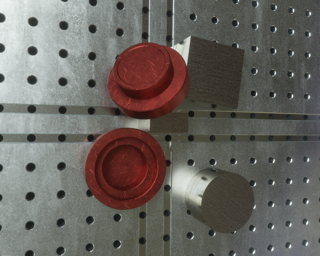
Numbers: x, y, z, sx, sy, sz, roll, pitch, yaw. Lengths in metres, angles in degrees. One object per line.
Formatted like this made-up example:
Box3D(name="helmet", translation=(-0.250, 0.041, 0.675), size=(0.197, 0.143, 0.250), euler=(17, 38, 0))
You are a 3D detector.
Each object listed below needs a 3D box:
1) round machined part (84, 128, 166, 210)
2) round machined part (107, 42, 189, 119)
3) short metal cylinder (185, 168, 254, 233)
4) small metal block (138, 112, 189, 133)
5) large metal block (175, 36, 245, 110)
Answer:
Box3D(name="round machined part", translation=(-0.045, 0.048, 0.387), size=(0.099, 0.042, 0.097), euler=(0, 90, -20))
Box3D(name="round machined part", translation=(-0.017, -0.063, 0.368), size=(0.098, 0.042, 0.098), euler=(-6, 61, 12))
Box3D(name="short metal cylinder", translation=(0.082, 0.098, 0.429), size=(0.081, 0.050, 0.080), euler=(0, 90, -20))
Box3D(name="small metal block", translation=(0.003, -0.007, 0.400), size=(0.050, 0.050, 0.025), euler=(1, 90, -20))
Box3D(name="large metal block", translation=(0.062, -0.071, 0.422), size=(0.081, 0.050, 0.080), euler=(8, 87, -20))
